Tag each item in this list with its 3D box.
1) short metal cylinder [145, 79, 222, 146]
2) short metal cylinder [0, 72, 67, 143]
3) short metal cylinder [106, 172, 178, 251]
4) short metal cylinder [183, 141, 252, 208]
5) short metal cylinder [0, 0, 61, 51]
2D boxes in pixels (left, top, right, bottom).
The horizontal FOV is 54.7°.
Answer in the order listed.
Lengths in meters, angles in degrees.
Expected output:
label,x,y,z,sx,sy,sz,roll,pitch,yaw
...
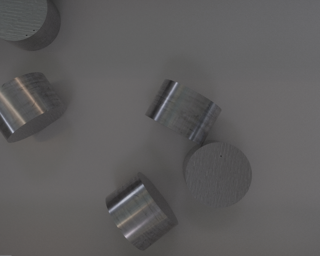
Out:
label,x,y,z,sx,sy,sz,roll,pitch,yaw
short metal cylinder,0.028,-0.019,0.384,0.080,0.080,0.050,29,90,0
short metal cylinder,-0.164,-0.025,0.383,0.080,0.080,0.050,-35,90,0
short metal cylinder,-0.022,0.101,0.384,0.050,0.080,0.080,-38,90,0
short metal cylinder,0.071,0.057,0.399,0.081,0.050,0.080,0,90,0
short metal cylinder,-0.176,-0.145,0.397,0.081,0.050,0.080,0,90,0
